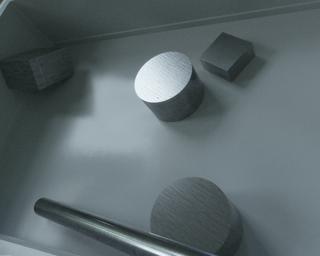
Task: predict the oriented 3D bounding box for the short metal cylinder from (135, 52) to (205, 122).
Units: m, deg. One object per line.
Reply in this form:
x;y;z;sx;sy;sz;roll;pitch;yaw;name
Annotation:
0.013;-0.055;0.415;0.080;0.050;0.080;-13;56;20;short metal cylinder

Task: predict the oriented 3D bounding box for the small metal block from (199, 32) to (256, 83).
0.090;-0.096;0.416;0.050;0.025;0.050;-48;52;-6;small metal block

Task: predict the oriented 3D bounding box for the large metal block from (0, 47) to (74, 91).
-0.214;-0.105;0.540;0.080;0.050;0.080;7;31;30;large metal block

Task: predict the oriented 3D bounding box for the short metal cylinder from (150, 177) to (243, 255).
0.037;0.096;0.311;0.080;0.050;0.080;-13;56;20;short metal cylinder

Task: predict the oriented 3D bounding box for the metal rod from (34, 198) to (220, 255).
-0.052;0.108;0.319;0.300;0.025;0.025;0;61;44;metal rod
